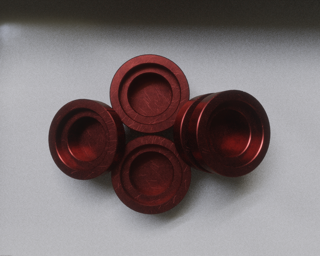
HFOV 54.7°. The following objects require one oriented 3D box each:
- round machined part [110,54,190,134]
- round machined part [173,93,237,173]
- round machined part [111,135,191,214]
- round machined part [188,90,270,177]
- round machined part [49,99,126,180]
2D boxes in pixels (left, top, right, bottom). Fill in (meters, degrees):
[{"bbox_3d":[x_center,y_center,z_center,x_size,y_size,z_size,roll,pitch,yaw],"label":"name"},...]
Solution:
[{"bbox_3d":[-0.013,-0.042,0.400,0.099,0.042,0.097,0,90,0],"label":"round machined part"},{"bbox_3d":[0.061,0.006,0.391,0.099,0.042,0.097,0,89,-22],"label":"round machined part"},{"bbox_3d":[-0.011,0.057,0.400,0.099,0.042,0.097,0,90,0],"label":"round machined part"},{"bbox_3d":[0.076,0.006,0.363,0.099,0.042,0.097,0,90,-22],"label":"round machined part"},{"bbox_3d":[-0.087,0.014,0.390,0.098,0.042,0.097,0,90,20],"label":"round machined part"}]
